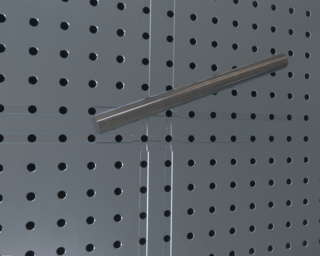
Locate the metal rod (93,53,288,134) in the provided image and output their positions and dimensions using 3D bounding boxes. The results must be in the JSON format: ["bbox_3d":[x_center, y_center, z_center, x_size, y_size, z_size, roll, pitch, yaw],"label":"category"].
[{"bbox_3d":[0.055,-0.054,0.432,0.302,0.025,0.025,-21,97,-19],"label":"metal rod"}]
